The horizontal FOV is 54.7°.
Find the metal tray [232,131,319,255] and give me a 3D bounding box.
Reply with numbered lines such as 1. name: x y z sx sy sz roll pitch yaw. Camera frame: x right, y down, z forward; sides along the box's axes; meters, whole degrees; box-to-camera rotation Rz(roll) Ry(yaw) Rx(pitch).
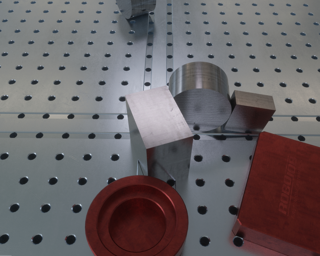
1. metal tray: 0.142 0.070 0.346 0.090 0.030 0.130 17 52 14

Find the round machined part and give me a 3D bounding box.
1. round machined part: -0.022 0.100 0.312 0.099 0.042 0.098 0 50 0

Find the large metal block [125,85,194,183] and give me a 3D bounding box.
1. large metal block: -0.003 0.011 0.363 0.050 0.080 0.080 -15 52 -12

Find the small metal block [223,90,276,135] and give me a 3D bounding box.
1. small metal block: 0.114 -0.019 0.403 0.050 0.050 0.025 8 50 -5

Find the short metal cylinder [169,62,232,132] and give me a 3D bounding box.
1. short metal cylinder: 0.050 -0.039 0.405 0.080 0.080 0.050 3 50 2

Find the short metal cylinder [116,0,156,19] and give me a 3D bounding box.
1. short metal cylinder: -0.049 -0.253 0.584 0.050 0.080 0.080 -24 54 -19
